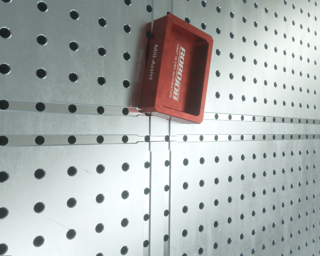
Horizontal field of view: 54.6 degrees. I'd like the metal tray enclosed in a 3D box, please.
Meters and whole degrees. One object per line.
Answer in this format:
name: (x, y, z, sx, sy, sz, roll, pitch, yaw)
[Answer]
metal tray: (0.026, -0.076, 0.425, 0.091, 0.030, 0.129, 14, 81, -39)
